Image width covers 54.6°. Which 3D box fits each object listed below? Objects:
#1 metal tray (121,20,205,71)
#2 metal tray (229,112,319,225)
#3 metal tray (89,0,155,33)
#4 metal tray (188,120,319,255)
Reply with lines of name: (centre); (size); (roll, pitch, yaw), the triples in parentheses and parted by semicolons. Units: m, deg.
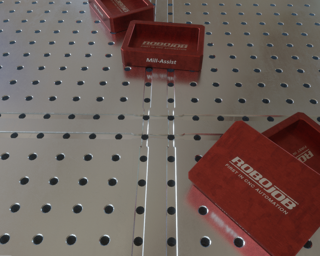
metal tray: (0.008, -0.141, 0.522); (0.131, 0.030, 0.090); (6, 50, 4)
metal tray: (0.154, 0.042, 0.370); (0.131, 0.030, 0.090); (-26, 55, -21)
metal tray: (-0.078, -0.242, 0.607); (0.091, 0.030, 0.130); (-22, 54, -18)
metal tray: (0.107, 0.063, 0.331); (0.090, 0.030, 0.130); (-46, 61, -6)
